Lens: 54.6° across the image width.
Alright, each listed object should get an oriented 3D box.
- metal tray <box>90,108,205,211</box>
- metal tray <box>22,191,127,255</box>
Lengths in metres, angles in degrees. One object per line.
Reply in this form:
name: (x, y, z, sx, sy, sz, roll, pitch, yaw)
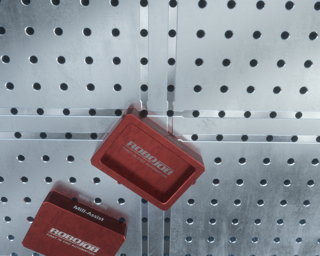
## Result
metal tray: (-0.016, 0.045, 0.426, 0.130, 0.030, 0.090, 36, 106, -13)
metal tray: (-0.127, 0.162, 0.469, 0.130, 0.030, 0.090, 28, 108, -10)
